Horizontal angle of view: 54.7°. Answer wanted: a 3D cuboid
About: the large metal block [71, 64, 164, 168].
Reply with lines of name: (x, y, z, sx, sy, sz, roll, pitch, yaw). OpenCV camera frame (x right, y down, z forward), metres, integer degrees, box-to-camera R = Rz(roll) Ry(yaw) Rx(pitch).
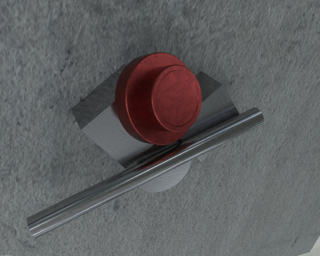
large metal block: (-0.041, -0.012, 0.362, 0.080, 0.050, 0.080, -41, 130, -1)

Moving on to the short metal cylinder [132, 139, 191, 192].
short metal cylinder: (-0.005, 0.039, 0.414, 0.081, 0.050, 0.079, -14, 125, -21)

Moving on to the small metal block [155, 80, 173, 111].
small metal block: (0.011, -0.054, 0.381, 0.050, 0.025, 0.050, -40, 130, -1)

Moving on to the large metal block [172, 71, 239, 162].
large metal block: (0.055, -0.015, 0.415, 0.080, 0.050, 0.080, -41, 130, 0)

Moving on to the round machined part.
round machined part: (0.006, -0.030, 0.326, 0.099, 0.042, 0.097, -3, 94, -40)

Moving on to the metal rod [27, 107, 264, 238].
metal rod: (-0.005, 0.046, 0.370, 0.302, 0.025, 0.025, -25, 128, -13)
